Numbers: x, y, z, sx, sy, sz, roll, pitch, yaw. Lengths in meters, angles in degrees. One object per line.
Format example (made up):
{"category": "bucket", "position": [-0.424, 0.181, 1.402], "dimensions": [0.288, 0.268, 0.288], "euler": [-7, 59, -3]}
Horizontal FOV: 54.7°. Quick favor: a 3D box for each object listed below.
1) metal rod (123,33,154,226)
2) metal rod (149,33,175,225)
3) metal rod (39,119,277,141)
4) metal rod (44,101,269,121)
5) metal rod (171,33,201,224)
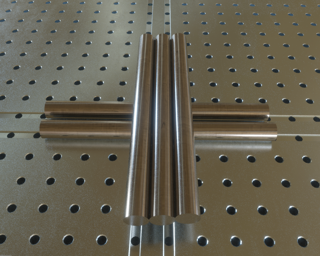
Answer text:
{"category": "metal rod", "position": [-0.022, -0.025, 0.396], "dimensions": [0.025, 0.025, 0.300], "euler": [1, 50, 0]}
{"category": "metal rod", "position": [0.003, -0.025, 0.397], "dimensions": [0.025, 0.025, 0.300], "euler": [1, 50, 0]}
{"category": "metal rod", "position": [-0.002, 0.003, 0.405], "dimensions": [0.302, 0.025, 0.025], "euler": [1, 50, 0]}
{"category": "metal rod", "position": [-0.004, -0.024, 0.428], "dimensions": [0.302, 0.025, 0.025], "euler": [1, 50, 0]}
{"category": "metal rod", "position": [0.028, -0.026, 0.398], "dimensions": [0.025, 0.025, 0.300], "euler": [1, 50, 0]}
